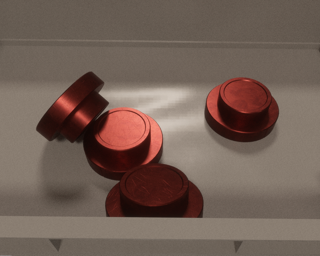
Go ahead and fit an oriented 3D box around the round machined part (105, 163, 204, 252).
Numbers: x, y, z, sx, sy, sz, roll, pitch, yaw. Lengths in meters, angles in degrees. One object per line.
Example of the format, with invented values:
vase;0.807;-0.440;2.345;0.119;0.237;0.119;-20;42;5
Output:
round machined part;-0.006;0.071;0.312;0.099;0.042;0.098;0;27;0

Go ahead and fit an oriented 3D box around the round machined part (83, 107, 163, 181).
round machined part;-0.045;0.012;0.383;0.099;0.042;0.098;1;50;0

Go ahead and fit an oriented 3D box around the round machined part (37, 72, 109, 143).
round machined part;-0.101;-0.020;0.383;0.042;0.098;0.098;42;55;-8

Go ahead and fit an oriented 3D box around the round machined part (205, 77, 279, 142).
round machined part;0.112;-0.032;0.422;0.099;0.042;0.098;0;50;0
